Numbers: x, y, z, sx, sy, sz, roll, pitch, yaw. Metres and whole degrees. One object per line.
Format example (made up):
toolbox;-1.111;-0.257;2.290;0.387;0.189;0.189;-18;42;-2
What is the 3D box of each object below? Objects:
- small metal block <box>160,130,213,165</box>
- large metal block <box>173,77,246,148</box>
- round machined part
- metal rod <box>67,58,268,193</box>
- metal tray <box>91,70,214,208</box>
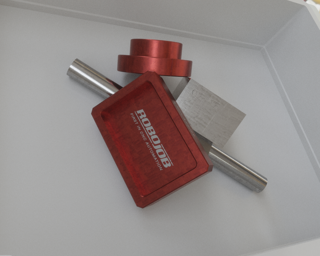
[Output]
small metal block;0.030;0.024;0.390;0.050;0.050;0.025;33;51;-7
large metal block;0.055;-0.024;0.409;0.080;0.050;0.080;32;9;-8
round machined part;-0.006;-0.093;0.410;0.099;0.098;0.042;-2;103;-30
metal rod;0.015;0.001;0.413;0.301;0.025;0.025;32;51;-8
metal tray;-0.011;0.012;0.352;0.130;0.090;0.030;61;13;15
